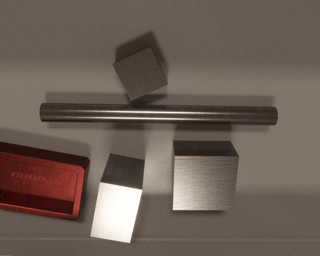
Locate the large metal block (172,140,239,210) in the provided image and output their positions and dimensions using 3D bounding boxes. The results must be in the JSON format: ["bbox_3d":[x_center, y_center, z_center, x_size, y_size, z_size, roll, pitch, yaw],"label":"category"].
[{"bbox_3d":[0.058,0.064,0.422,0.081,0.050,0.079,1,110,-1],"label":"large metal block"}]

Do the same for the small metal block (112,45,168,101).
[{"bbox_3d":[-0.024,-0.069,0.386,0.050,0.025,0.050,-23,109,8],"label":"small metal block"}]

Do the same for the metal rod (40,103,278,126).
[{"bbox_3d":[-0.001,-0.018,0.404,0.302,0.025,0.025,1,110,-1],"label":"metal rod"}]

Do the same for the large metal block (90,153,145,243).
[{"bbox_3d":[-0.054,0.091,0.415,0.050,0.080,0.079,12,110,-5],"label":"large metal block"}]

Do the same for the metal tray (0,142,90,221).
[{"bbox_3d":[-0.171,0.076,0.434,0.131,0.030,0.089,11,110,-5],"label":"metal tray"}]
